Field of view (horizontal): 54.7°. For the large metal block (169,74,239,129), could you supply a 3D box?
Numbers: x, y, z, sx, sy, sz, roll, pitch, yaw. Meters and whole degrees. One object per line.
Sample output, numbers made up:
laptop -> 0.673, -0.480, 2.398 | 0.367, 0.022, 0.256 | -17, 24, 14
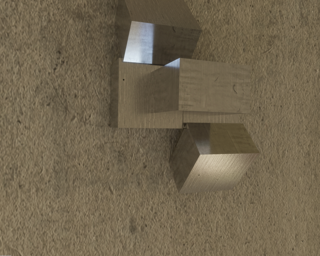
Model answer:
large metal block -> 0.058, -0.040, 0.418 | 0.081, 0.050, 0.079 | 1, 90, -21

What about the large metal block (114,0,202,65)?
large metal block -> -0.006, -0.121, 0.373 | 0.081, 0.050, 0.080 | 1, 46, -20

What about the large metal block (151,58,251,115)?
large metal block -> 0.042, -0.041, 0.345 | 0.081, 0.080, 0.050 | 1, 90, -20

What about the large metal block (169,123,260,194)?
large metal block -> 0.066, 0.039, 0.400 | 0.081, 0.079, 0.050 | 0, 46, -21

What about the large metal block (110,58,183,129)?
large metal block -> -0.018, -0.040, 0.389 | 0.081, 0.050, 0.079 | 1, 90, -21
